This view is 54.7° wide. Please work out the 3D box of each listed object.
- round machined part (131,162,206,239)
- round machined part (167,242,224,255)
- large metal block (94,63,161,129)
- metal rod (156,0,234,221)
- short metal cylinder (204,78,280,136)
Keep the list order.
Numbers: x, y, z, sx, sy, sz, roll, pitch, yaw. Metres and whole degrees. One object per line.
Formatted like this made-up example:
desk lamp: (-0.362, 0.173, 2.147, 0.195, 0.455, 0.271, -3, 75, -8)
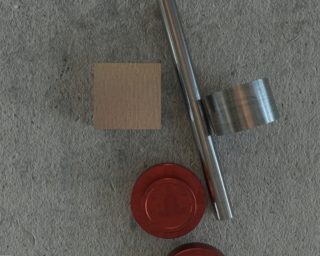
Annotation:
round machined part: (0.011, 0.096, 0.402, 0.099, 0.042, 0.097, 0, 90, 0)
round machined part: (0.046, 0.197, 0.402, 0.099, 0.042, 0.097, 0, 90, 0)
large metal block: (-0.039, -0.038, 0.397, 0.081, 0.050, 0.079, 0, 90, 0)
metal rod: (0.046, -0.026, 0.410, 0.025, 0.025, 0.298, -15, 90, 0)
short metal cylinder: (0.100, -0.026, 0.383, 0.080, 0.080, 0.050, -17, 90, 0)
